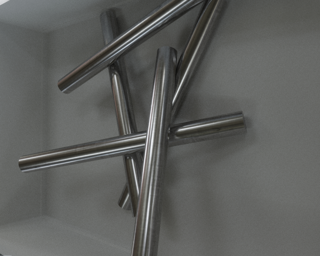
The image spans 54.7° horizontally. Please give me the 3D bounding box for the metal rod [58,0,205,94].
[{"bbox_3d":[-0.031,-0.116,0.392,0.299,0.025,0.025,-25,74,33],"label":"metal rod"}]

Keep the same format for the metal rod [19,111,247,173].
[{"bbox_3d":[-0.048,0.022,0.383,0.301,0.025,0.025,-12,82,19],"label":"metal rod"}]

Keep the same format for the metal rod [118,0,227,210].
[{"bbox_3d":[0.008,-0.019,0.400,0.025,0.025,0.298,37,112,34],"label":"metal rod"}]

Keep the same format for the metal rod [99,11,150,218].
[{"bbox_3d":[-0.050,-0.032,0.426,0.025,0.025,0.299,-26,67,37],"label":"metal rod"}]

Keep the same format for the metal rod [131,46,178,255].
[{"bbox_3d":[-0.007,0.046,0.322,0.025,0.025,0.299,-12,62,39],"label":"metal rod"}]
